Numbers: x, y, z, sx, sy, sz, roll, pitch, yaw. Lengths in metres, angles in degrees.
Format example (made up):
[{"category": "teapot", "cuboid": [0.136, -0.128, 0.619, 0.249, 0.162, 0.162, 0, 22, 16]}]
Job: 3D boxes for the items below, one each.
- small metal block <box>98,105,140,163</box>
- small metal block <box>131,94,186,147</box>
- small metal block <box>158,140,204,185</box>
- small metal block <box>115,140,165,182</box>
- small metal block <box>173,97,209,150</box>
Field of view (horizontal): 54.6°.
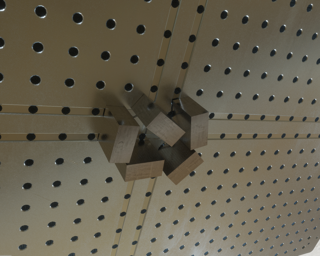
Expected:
[{"category": "small metal block", "cuboid": [-0.051, 0.007, 0.371, 0.025, 0.050, 0.050, 4, 117, -30]}, {"category": "small metal block", "cuboid": [-0.002, -0.010, 0.387, 0.025, 0.050, 0.050, -47, 130, 6]}, {"category": "small metal block", "cuboid": [0.024, 0.043, 0.433, 0.050, 0.050, 0.025, -41, 128, -1]}, {"category": "small metal block", "cuboid": [-0.029, 0.041, 0.404, 0.050, 0.050, 0.025, -5, 121, -26]}, {"category": "small metal block", "cuboid": [0.040, -0.007, 0.411, 0.025, 0.050, 0.050, -15, 124, -20]}]
